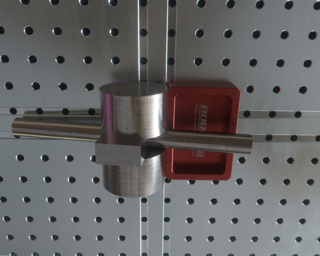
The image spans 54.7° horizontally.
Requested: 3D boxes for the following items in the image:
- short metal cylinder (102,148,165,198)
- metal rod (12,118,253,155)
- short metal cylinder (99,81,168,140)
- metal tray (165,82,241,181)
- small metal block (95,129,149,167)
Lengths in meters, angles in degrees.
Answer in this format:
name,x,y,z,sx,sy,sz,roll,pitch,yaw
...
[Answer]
name,x,y,z,sx,sy,sz,roll,pitch,yaw
short metal cylinder,-0.034,0.046,0.400,0.081,0.080,0.050,1,110,-1
metal rod,-0.040,0.009,0.391,0.302,0.025,0.025,4,110,7
short metal cylinder,-0.031,-0.024,0.373,0.081,0.080,0.050,1,110,-1
metal tray,0.053,0.006,0.413,0.091,0.030,0.129,1,110,-1
small metal block,-0.042,0.021,0.356,0.050,0.050,0.025,4,110,7
